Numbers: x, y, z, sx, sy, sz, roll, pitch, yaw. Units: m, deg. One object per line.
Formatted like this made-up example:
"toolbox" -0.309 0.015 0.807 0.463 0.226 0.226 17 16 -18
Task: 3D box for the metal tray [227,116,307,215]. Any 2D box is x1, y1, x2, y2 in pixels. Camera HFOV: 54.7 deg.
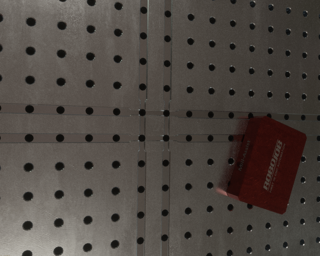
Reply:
"metal tray" 0.165 0.056 0.473 0.091 0.030 0.129 21 83 -19
